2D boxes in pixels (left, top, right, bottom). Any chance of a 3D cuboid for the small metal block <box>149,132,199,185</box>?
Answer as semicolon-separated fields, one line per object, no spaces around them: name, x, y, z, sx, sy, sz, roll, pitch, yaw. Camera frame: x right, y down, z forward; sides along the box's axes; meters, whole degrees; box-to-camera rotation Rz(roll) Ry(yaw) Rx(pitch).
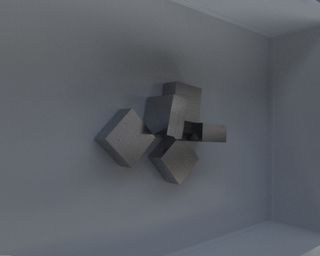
small metal block;0.020;0.041;0.423;0.050;0.025;0.050;-48;119;-29

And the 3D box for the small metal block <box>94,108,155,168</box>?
small metal block;-0.041;0.012;0.372;0.050;0.025;0.050;-53;121;-27

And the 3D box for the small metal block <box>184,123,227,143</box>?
small metal block;0.058;0.007;0.439;0.050;0.050;0.025;4;88;-40

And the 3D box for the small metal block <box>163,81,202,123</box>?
small metal block;0.030;-0.034;0.432;0.050;0.025;0.050;8;85;-40

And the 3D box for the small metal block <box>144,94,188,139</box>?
small metal block;0.005;-0.014;0.394;0.025;0.050;0.050;16;80;-39
